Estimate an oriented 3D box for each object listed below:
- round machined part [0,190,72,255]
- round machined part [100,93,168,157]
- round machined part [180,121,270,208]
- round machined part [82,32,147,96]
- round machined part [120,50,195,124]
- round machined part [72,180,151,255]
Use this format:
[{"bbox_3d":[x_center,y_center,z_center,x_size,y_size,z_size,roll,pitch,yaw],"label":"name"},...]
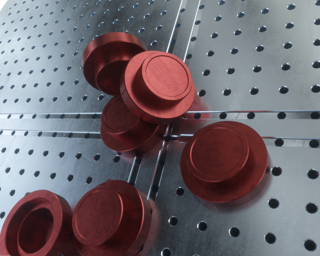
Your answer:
[{"bbox_3d":[-0.152,0.133,0.397,0.098,0.042,0.098,-13,56,21],"label":"round machined part"},{"bbox_3d":[-0.042,-0.012,0.428,0.098,0.042,0.098,-13,56,21],"label":"round machined part"},{"bbox_3d":[0.067,0.034,0.342,0.098,0.042,0.098,-13,56,21],"label":"round machined part"},{"bbox_3d":[-0.060,-0.084,0.446,0.098,0.098,0.042,-26,53,12],"label":"round machined part"},{"bbox_3d":[0.002,-0.057,0.396,0.042,0.099,0.098,138,149,-60],"label":"round machined part"},{"bbox_3d":[-0.063,0.107,0.366,0.098,0.042,0.098,-13,56,21],"label":"round machined part"}]
